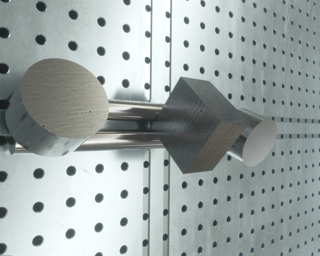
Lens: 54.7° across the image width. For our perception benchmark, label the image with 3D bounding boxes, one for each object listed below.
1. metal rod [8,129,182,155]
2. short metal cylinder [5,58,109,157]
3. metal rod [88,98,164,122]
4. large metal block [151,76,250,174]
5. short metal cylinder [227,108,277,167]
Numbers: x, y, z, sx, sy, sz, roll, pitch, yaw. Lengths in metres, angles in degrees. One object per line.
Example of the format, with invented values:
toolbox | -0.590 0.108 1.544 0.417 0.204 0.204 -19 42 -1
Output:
metal rod | -0.024 0.014 0.389 0.302 0.025 0.025 1 90 -40
short metal cylinder | -0.096 -0.018 0.293 0.080 0.050 0.080 20 56 -31
metal rod | 0.034 -0.020 0.437 0.302 0.025 0.025 1 90 -40
large metal block | 0.044 -0.003 0.372 0.050 0.080 0.079 1 132 -40
short metal cylinder | 0.139 0.014 0.492 0.081 0.050 0.079 -19 123 -31
